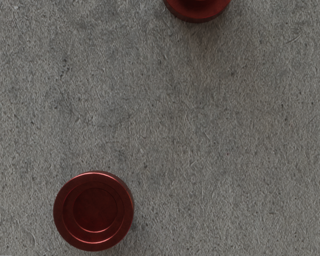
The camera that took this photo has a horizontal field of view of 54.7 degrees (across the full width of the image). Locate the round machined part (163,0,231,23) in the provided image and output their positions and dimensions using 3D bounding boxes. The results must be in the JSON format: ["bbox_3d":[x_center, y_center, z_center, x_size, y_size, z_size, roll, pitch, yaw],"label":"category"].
[{"bbox_3d":[0.050,-0.191,0.402,0.099,0.042,0.097,0,90,0],"label":"round machined part"}]

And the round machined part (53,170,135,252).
[{"bbox_3d":[-0.082,0.103,0.401,0.099,0.042,0.097,0,90,0],"label":"round machined part"}]
